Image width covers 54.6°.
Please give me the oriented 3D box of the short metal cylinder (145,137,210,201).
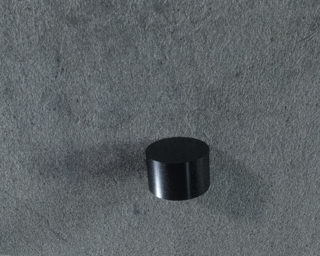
[{"bbox_3d":[0.023,0.050,0.399,0.080,0.080,0.050,-4,110,1],"label":"short metal cylinder"}]
